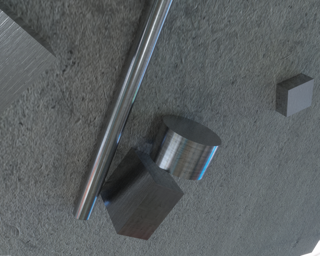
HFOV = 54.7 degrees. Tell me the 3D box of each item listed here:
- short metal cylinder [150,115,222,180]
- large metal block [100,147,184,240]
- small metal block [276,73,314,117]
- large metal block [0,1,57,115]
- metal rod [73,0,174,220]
[{"bbox_3d":[0.033,0.024,0.404,0.081,0.080,0.050,9,114,-32],"label":"short metal cylinder"},{"bbox_3d":[-0.027,0.086,0.410,0.050,0.080,0.080,29,103,-38],"label":"large metal block"},{"bbox_3d":[0.213,-0.052,0.491,0.050,0.025,0.050,-24,127,-14],"label":"small metal block"},{"bbox_3d":[-0.152,-0.066,0.267,0.080,0.050,0.080,-44,129,2],"label":"large metal block"},{"bbox_3d":[-0.051,-0.012,0.371,0.025,0.025,0.298,10,113,-33],"label":"metal rod"}]
